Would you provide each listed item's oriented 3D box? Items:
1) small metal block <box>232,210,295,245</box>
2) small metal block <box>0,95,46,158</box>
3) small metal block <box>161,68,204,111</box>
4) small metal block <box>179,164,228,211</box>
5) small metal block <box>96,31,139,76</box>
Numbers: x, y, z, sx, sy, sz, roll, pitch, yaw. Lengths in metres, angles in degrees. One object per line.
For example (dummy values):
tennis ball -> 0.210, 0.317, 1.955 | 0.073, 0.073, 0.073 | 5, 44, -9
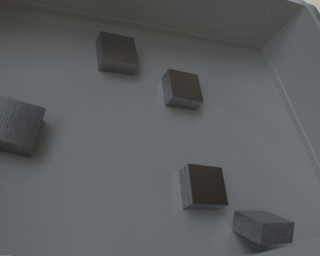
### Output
small metal block -> 0.127, 0.122, 0.382 | 0.050, 0.050, 0.025 | 7, 90, -25
small metal block -> -0.153, -0.001, 0.324 | 0.050, 0.025, 0.050 | 17, 55, -19
small metal block -> 0.033, -0.056, 0.459 | 0.050, 0.025, 0.050 | 8, 58, -25
small metal block -> 0.054, 0.075, 0.391 | 0.050, 0.025, 0.050 | 10, 58, -24
small metal block -> -0.061, -0.105, 0.438 | 0.050, 0.025, 0.050 | 4, 60, -27
